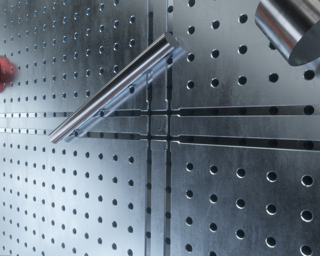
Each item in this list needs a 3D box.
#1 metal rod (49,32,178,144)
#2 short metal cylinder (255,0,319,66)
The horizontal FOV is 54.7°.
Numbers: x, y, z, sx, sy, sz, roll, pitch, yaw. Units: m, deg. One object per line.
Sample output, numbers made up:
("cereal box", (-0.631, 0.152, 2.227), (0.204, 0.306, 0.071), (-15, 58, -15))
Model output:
("metal rod", (-0.089, -0.047, 0.482), (0.299, 0.025, 0.025), (-32, 70, 35))
("short metal cylinder", (0.131, -0.099, 0.265), (0.080, 0.081, 0.050), (-43, 64, 31))
